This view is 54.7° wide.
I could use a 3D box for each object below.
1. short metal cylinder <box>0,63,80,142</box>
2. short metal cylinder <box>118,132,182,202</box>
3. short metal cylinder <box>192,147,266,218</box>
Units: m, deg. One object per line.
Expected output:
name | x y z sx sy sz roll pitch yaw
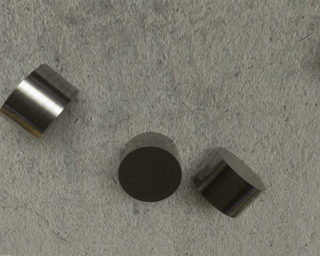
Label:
short metal cylinder | -0.141 -0.030 0.368 0.050 0.080 0.080 40 105 -14
short metal cylinder | -0.013 0.051 0.415 0.081 0.050 0.079 0 110 0
short metal cylinder | 0.090 0.070 0.407 0.080 0.080 0.050 35 106 -12
